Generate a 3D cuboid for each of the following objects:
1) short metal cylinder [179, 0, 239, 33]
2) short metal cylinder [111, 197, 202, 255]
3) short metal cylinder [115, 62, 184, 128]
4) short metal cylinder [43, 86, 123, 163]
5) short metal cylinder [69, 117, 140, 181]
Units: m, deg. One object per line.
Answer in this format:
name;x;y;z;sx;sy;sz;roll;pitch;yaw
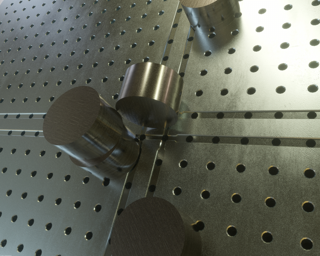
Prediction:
short metal cylinder;0.075;-0.193;0.470;0.080;0.050;0.080;-13;56;20
short metal cylinder;-0.003;0.118;0.321;0.080;0.050;0.080;-13;56;20
short metal cylinder;-0.012;-0.040;0.403;0.080;0.080;0.050;-2;61;27
short metal cylinder;-0.093;-0.004;0.378;0.080;0.050;0.080;-13;56;20
short metal cylinder;-0.074;0.024;0.414;0.080;0.050;0.080;-13;56;20
